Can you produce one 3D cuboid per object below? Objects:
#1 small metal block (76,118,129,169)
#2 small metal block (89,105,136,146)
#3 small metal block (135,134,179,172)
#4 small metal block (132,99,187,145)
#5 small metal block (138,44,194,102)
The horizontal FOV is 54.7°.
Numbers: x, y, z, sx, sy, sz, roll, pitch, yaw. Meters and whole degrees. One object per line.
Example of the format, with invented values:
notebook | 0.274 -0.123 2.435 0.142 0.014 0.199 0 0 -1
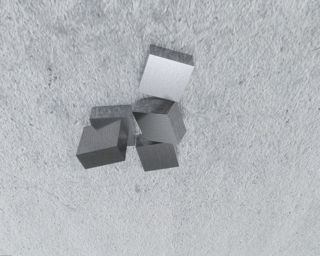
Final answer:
small metal block | -0.068 0.018 0.373 0.050 0.050 0.025 -13 129 11
small metal block | -0.060 -0.002 0.405 0.050 0.025 0.050 -3 130 2
small metal block | -0.003 0.032 0.434 0.050 0.025 0.050 -10 130 8
small metal block | 0.000 -0.008 0.387 0.050 0.025 0.050 7 137 32
small metal block | 0.006 -0.062 0.354 0.050 0.025 0.050 13 129 -11
